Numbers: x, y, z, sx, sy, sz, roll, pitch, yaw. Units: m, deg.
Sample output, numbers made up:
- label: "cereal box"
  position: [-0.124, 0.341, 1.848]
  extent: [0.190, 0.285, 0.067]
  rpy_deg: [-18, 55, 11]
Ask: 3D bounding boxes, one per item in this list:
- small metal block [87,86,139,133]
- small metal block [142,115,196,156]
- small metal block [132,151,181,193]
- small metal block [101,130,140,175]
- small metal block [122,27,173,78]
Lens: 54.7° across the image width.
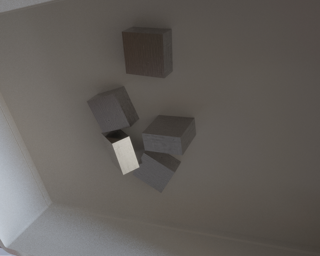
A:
- label: "small metal block"
  position: [-0.064, -0.025, 0.426]
  extent: [0.050, 0.025, 0.050]
  rpy_deg: [-11, 113, 32]
- label: "small metal block"
  position: [0.013, 0.008, 0.389]
  extent: [0.050, 0.050, 0.025]
  rpy_deg: [6, 121, 25]
- label: "small metal block"
  position: [-0.005, 0.058, 0.445]
  extent: [0.050, 0.025, 0.050]
  rpy_deg: [32, 129, 5]
- label: "small metal block"
  position: [-0.057, 0.031, 0.440]
  extent: [0.050, 0.025, 0.050]
  rpy_deg: [31, 141, 59]
- label: "small metal block"
  position: [-0.014, -0.088, 0.360]
  extent: [0.050, 0.025, 0.050]
  rpy_deg: [11, 123, 22]
